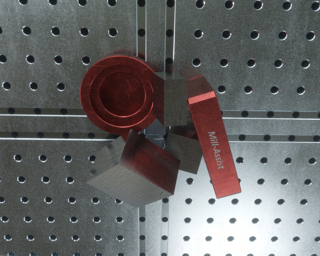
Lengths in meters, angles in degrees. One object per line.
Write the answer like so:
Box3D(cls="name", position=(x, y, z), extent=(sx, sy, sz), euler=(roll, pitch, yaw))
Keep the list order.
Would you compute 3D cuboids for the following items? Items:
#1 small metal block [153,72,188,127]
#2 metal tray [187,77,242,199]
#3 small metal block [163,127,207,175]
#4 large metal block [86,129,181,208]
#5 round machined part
Box3D(cls="small metal block", position=(0.010, -0.034, 0.344), extent=(0.025, 0.050, 0.050), euler=(-5, 109, -14))
Box3D(cls="metal tray", position=(0.062, 0.009, 0.383), extent=(0.030, 0.090, 0.129), euler=(-17, 110, 6))
Box3D(cls="small metal block", position=(0.033, 0.030, 0.419), extent=(0.050, 0.025, 0.050), euler=(15, 114, 5))
Box3D(cls="large metal block", position=(-0.034, 0.056, 0.396), extent=(0.080, 0.050, 0.080), euler=(34, 139, -23))
Box3D(cls="round machined part", position=(-0.046, -0.044, 0.387), extent=(0.099, 0.042, 0.097), euler=(0, 110, -1))
